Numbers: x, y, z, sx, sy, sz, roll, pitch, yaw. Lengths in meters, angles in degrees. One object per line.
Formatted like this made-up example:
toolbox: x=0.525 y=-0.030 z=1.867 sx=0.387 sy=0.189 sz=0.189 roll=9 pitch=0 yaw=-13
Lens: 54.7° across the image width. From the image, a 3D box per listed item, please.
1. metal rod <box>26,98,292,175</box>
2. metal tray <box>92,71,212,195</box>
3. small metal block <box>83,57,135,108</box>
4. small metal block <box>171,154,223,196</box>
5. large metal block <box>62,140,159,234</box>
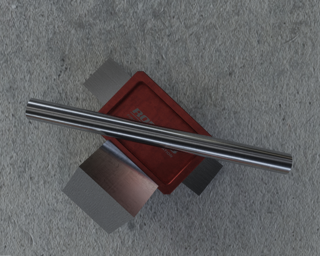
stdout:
metal rod: x=0.000 y=0.010 z=0.356 sx=0.302 sy=0.025 sz=0.025 roll=12 pitch=90 yaw=-1
metal tray: x=-0.008 y=0.006 z=0.383 sx=0.130 sy=0.030 sz=0.090 roll=44 pitch=90 yaw=-1
small metal block: x=-0.064 y=-0.057 z=0.410 sx=0.050 sy=0.025 sz=0.050 roll=45 pitch=90 yaw=-1
small metal block: x=0.046 y=0.053 z=0.411 sx=0.050 sy=0.025 sz=0.050 roll=39 pitch=90 yaw=-1
large metal block: x=-0.062 y=0.073 z=0.374 sx=0.080 sy=0.080 sz=0.050 roll=43 pitch=48 yaw=0
